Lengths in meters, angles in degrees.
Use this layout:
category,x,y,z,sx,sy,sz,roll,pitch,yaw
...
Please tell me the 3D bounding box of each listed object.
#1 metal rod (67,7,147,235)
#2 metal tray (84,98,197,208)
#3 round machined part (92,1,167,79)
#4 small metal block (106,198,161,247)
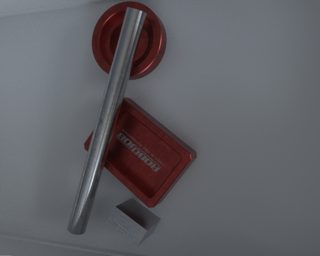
category,x,y,z,sx,sy,sz,roll,pitch,yaw
metal rod,-0.071,0.001,0.396,0.025,0.025,0.298,21,102,18
metal tray,-0.028,0.030,0.416,0.130,0.030,0.090,39,102,15
round machined part,-0.037,-0.113,0.414,0.098,0.042,0.097,0,90,19
small metal block,-0.033,0.122,0.408,0.050,0.050,0.025,33,101,16
